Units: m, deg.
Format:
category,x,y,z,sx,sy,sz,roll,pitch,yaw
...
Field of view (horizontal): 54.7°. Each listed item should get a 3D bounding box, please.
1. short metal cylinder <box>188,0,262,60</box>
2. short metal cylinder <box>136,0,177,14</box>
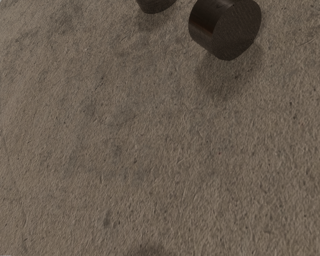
category,x,y,z,sx,sy,sz,roll,pitch,yaw
short metal cylinder,0.085,-0.137,0.407,0.080,0.080,0.050,-41,51,0
short metal cylinder,-0.010,-0.249,0.544,0.080,0.050,0.080,-13,56,20
